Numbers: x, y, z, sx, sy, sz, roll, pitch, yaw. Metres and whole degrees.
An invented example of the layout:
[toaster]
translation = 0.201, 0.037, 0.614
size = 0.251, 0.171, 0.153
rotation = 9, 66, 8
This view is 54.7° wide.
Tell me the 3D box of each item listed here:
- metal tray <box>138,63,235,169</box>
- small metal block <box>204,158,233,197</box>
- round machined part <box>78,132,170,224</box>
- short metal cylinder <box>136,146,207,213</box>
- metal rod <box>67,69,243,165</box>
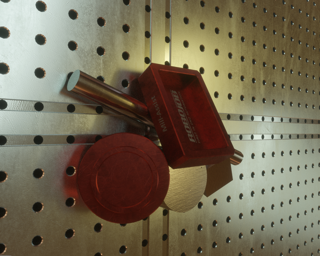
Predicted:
[metal tray]
translation = 0.033, -0.017, 0.391
size = 0.091, 0.030, 0.130
rotation = 0, 61, -41
[small metal block]
translation = 0.077, 0.065, 0.456
size = 0.050, 0.025, 0.050
rotation = -29, 125, -20
[round machined part]
translation = -0.038, 0.053, 0.332
size = 0.099, 0.042, 0.097
rotation = 1, 86, -7
[short metal cylinder]
translation = 0.015, 0.064, 0.401
size = 0.081, 0.050, 0.079
rotation = 0, 90, -40
[metal rod]
translation = 0.017, -0.001, 0.419
size = 0.302, 0.025, 0.025
rotation = 25, 75, -37
